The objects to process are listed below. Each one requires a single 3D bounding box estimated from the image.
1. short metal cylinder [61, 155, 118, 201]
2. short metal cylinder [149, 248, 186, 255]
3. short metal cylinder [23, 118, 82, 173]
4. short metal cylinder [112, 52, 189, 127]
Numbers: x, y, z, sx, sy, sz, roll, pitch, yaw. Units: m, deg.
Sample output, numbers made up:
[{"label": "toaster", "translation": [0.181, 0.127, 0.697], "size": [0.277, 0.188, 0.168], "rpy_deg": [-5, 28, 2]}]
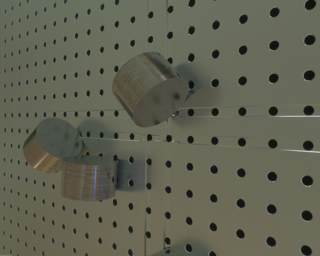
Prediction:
[{"label": "short metal cylinder", "translation": [-0.104, 0.072, 0.460], "size": [0.080, 0.081, 0.050], "rpy_deg": [7, 95, 40]}, {"label": "short metal cylinder", "translation": [0.003, 0.200, 0.391], "size": [0.080, 0.050, 0.079], "rpy_deg": [0, 90, 40]}, {"label": "short metal cylinder", "translation": [-0.180, 0.029, 0.523], "size": [0.050, 0.081, 0.080], "rpy_deg": [-40, 66, 33]}, {"label": "short metal cylinder", "translation": [-0.011, -0.046, 0.383], "size": [0.050, 0.081, 0.080], "rpy_deg": [52, 120, 27]}]
